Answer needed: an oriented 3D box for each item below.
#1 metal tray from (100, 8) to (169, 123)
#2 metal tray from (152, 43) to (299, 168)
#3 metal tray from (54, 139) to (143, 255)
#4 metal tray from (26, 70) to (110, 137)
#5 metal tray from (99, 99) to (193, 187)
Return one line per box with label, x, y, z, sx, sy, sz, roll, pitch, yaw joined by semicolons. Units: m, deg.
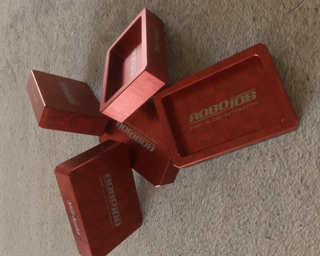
metal tray;-0.034;-0.081;0.391;0.090;0.030;0.130;-38;38;33
metal tray;0.065;-0.019;0.327;0.130;0.030;0.090;-23;75;22
metal tray;-0.073;0.091;0.396;0.030;0.091;0.129;7;115;40
metal tray;-0.138;-0.038;0.455;0.130;0.091;0.030;48;120;48
metal tray;-0.023;0.008;0.420;0.130;0.030;0.089;32;110;35
